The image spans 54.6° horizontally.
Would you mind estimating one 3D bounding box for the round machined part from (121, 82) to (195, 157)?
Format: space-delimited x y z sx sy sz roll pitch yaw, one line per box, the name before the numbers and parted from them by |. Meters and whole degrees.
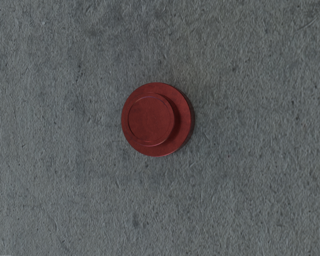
round machined part | -0.007 -0.011 0.403 0.098 0.042 0.097 0 90 20
